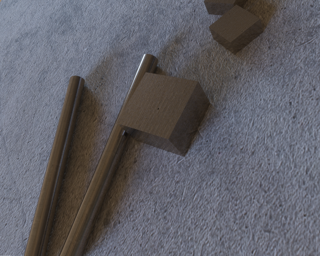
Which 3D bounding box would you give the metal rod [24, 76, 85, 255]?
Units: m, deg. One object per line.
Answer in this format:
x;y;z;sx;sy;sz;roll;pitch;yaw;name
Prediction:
-0.148;0.049;0.449;0.025;0.025;0.299;-10;57;22;metal rod

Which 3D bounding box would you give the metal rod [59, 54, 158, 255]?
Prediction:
-0.061;0.026;0.418;0.025;0.025;0.300;6;64;30;metal rod

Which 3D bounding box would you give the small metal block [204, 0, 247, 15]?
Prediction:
0.103;-0.199;0.471;0.050;0.025;0.050;21;73;35;small metal block

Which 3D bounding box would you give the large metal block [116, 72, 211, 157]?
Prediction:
0.006;-0.019;0.395;0.080;0.050;0.080;16;70;34;large metal block

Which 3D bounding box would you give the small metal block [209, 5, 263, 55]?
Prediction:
0.106;-0.138;0.432;0.050;0.025;0.050;-39;51;1;small metal block
